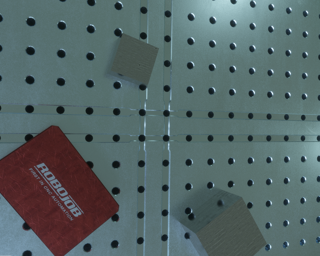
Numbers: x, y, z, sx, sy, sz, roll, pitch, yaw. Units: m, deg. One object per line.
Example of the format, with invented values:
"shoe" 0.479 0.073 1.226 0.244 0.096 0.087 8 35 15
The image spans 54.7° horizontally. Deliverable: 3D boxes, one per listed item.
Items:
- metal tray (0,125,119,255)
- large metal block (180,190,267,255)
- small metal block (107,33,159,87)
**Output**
"metal tray" -0.122 0.072 0.365 0.090 0.030 0.130 -38 103 -16
"large metal block" 0.088 0.147 0.434 0.080 0.050 0.080 -33 101 -17
"small metal block" -0.035 -0.087 0.400 0.050 0.025 0.050 19 84 -20
